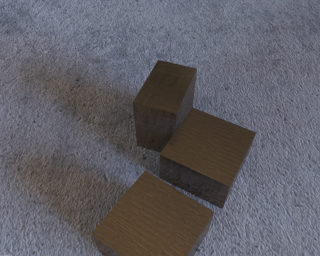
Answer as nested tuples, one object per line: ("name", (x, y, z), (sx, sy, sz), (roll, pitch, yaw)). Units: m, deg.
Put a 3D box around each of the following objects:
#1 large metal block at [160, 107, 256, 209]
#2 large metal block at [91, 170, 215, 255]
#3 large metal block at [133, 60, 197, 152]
("large metal block", (0.054, 0.032, 0.360), (0.080, 0.050, 0.080), (24, 54, 18))
("large metal block", (-0.005, 0.102, 0.301), (0.080, 0.050, 0.080), (28, 55, 21))
("large metal block", (0.008, -0.025, 0.388), (0.050, 0.080, 0.080), (16, 52, 13))
